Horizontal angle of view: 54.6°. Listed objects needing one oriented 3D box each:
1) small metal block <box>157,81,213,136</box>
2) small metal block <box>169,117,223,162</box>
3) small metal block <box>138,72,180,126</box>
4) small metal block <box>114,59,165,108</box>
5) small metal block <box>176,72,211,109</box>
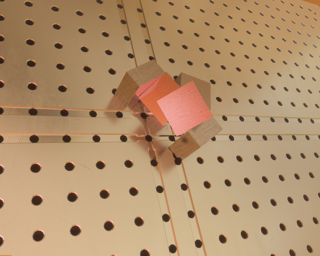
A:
[{"bbox_3d":[0.031,-0.025,0.388,0.050,0.050,0.025,60,11,-4],"label":"small metal block"},{"bbox_3d":[0.047,0.013,0.408,0.050,0.050,0.025,-33,83,-38],"label":"small metal block"},{"bbox_3d":[0.009,-0.039,0.417,0.050,0.050,0.025,49,11,6],"label":"small metal block"},{"bbox_3d":[-0.027,-0.059,0.413,0.050,0.050,0.025,-34,81,-38],"label":"small metal block"},{"bbox_3d":[0.047,-0.049,0.463,0.050,0.025,0.050,18,55,-18],"label":"small metal block"}]
